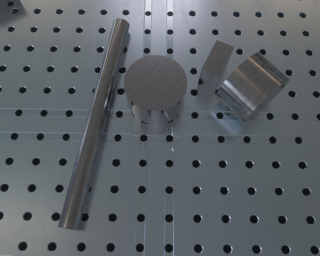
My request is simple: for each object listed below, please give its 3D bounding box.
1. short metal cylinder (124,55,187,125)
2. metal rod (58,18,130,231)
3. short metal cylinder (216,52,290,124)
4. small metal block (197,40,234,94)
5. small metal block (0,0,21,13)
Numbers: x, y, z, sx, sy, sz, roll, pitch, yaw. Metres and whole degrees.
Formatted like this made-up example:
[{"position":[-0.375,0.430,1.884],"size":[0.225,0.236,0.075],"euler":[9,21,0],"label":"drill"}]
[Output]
[{"position":[-0.006,-0.050,0.417],"size":[0.081,0.050,0.080],"euler":[0,70,0],"label":"short metal cylinder"},{"position":[-0.083,-0.019,0.417],"size":[0.025,0.025,0.299],"euler":[9,70,3],"label":"metal rod"},{"position":[0.119,-0.050,0.402],"size":[0.080,0.080,0.050],"euler":[-39,75,-13],"label":"short metal cylinder"},{"position":[0.076,-0.084,0.430],"size":[0.025,0.050,0.050],"euler":[25,72,9],"label":"small metal block"},{"position":[-0.257,-0.211,0.487],"size":[0.050,0.025,0.050],"euler":[-32,73,-11],"label":"small metal block"}]
